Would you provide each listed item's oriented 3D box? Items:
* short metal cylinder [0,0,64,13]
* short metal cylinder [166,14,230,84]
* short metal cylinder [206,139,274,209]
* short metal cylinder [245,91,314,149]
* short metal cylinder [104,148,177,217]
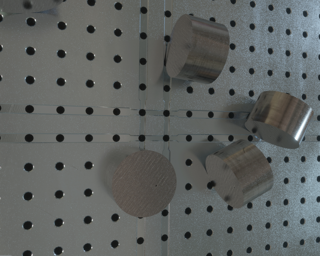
[{"bbox_3d":[-0.148,-0.161,0.328,0.081,0.080,0.050,-11,94,-20],"label":"short metal cylinder"},{"bbox_3d":[0.046,-0.101,0.401,0.050,0.080,0.080,8,88,-20],"label":"short metal cylinder"},{"bbox_3d":[0.107,0.062,0.425,0.050,0.080,0.080,-25,99,-19],"label":"short metal cylinder"},{"bbox_3d":[0.172,-0.011,0.449,0.080,0.080,0.050,33,79,-18],"label":"short metal cylinder"},{"bbox_3d":[-0.026,0.066,0.391,0.081,0.050,0.079,0,90,-20],"label":"short metal cylinder"}]
